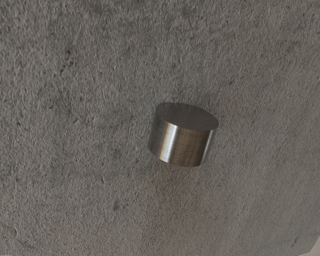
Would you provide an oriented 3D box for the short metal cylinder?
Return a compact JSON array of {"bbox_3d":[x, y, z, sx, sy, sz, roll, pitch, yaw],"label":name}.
[{"bbox_3d":[0.029,0.006,0.394,0.081,0.080,0.050,-1,119,-28],"label":"short metal cylinder"}]
